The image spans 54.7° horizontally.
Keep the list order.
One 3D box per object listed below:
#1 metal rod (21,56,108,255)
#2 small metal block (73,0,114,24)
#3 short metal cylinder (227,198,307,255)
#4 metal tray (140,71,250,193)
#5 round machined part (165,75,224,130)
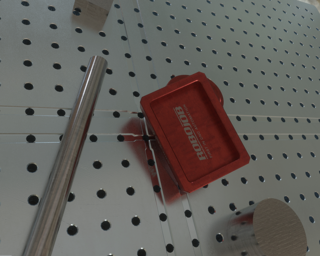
[{"bbox_3d":[-0.100,0.034,0.333,0.025,0.025,0.300,20,54,-17],"label":"metal rod"},{"bbox_3d":[-0.099,-0.196,0.475,0.050,0.025,0.050,21,54,-16],"label":"small metal block"},{"bbox_3d":[0.132,0.133,0.384,0.081,0.050,0.080,14,56,-21],"label":"short metal cylinder"},{"bbox_3d":[0.042,0.005,0.391,0.090,0.030,0.130,-25,81,-8],"label":"metal tray"},{"bbox_3d":[0.053,-0.039,0.451,0.099,0.042,0.098,14,56,-21],"label":"round machined part"}]
